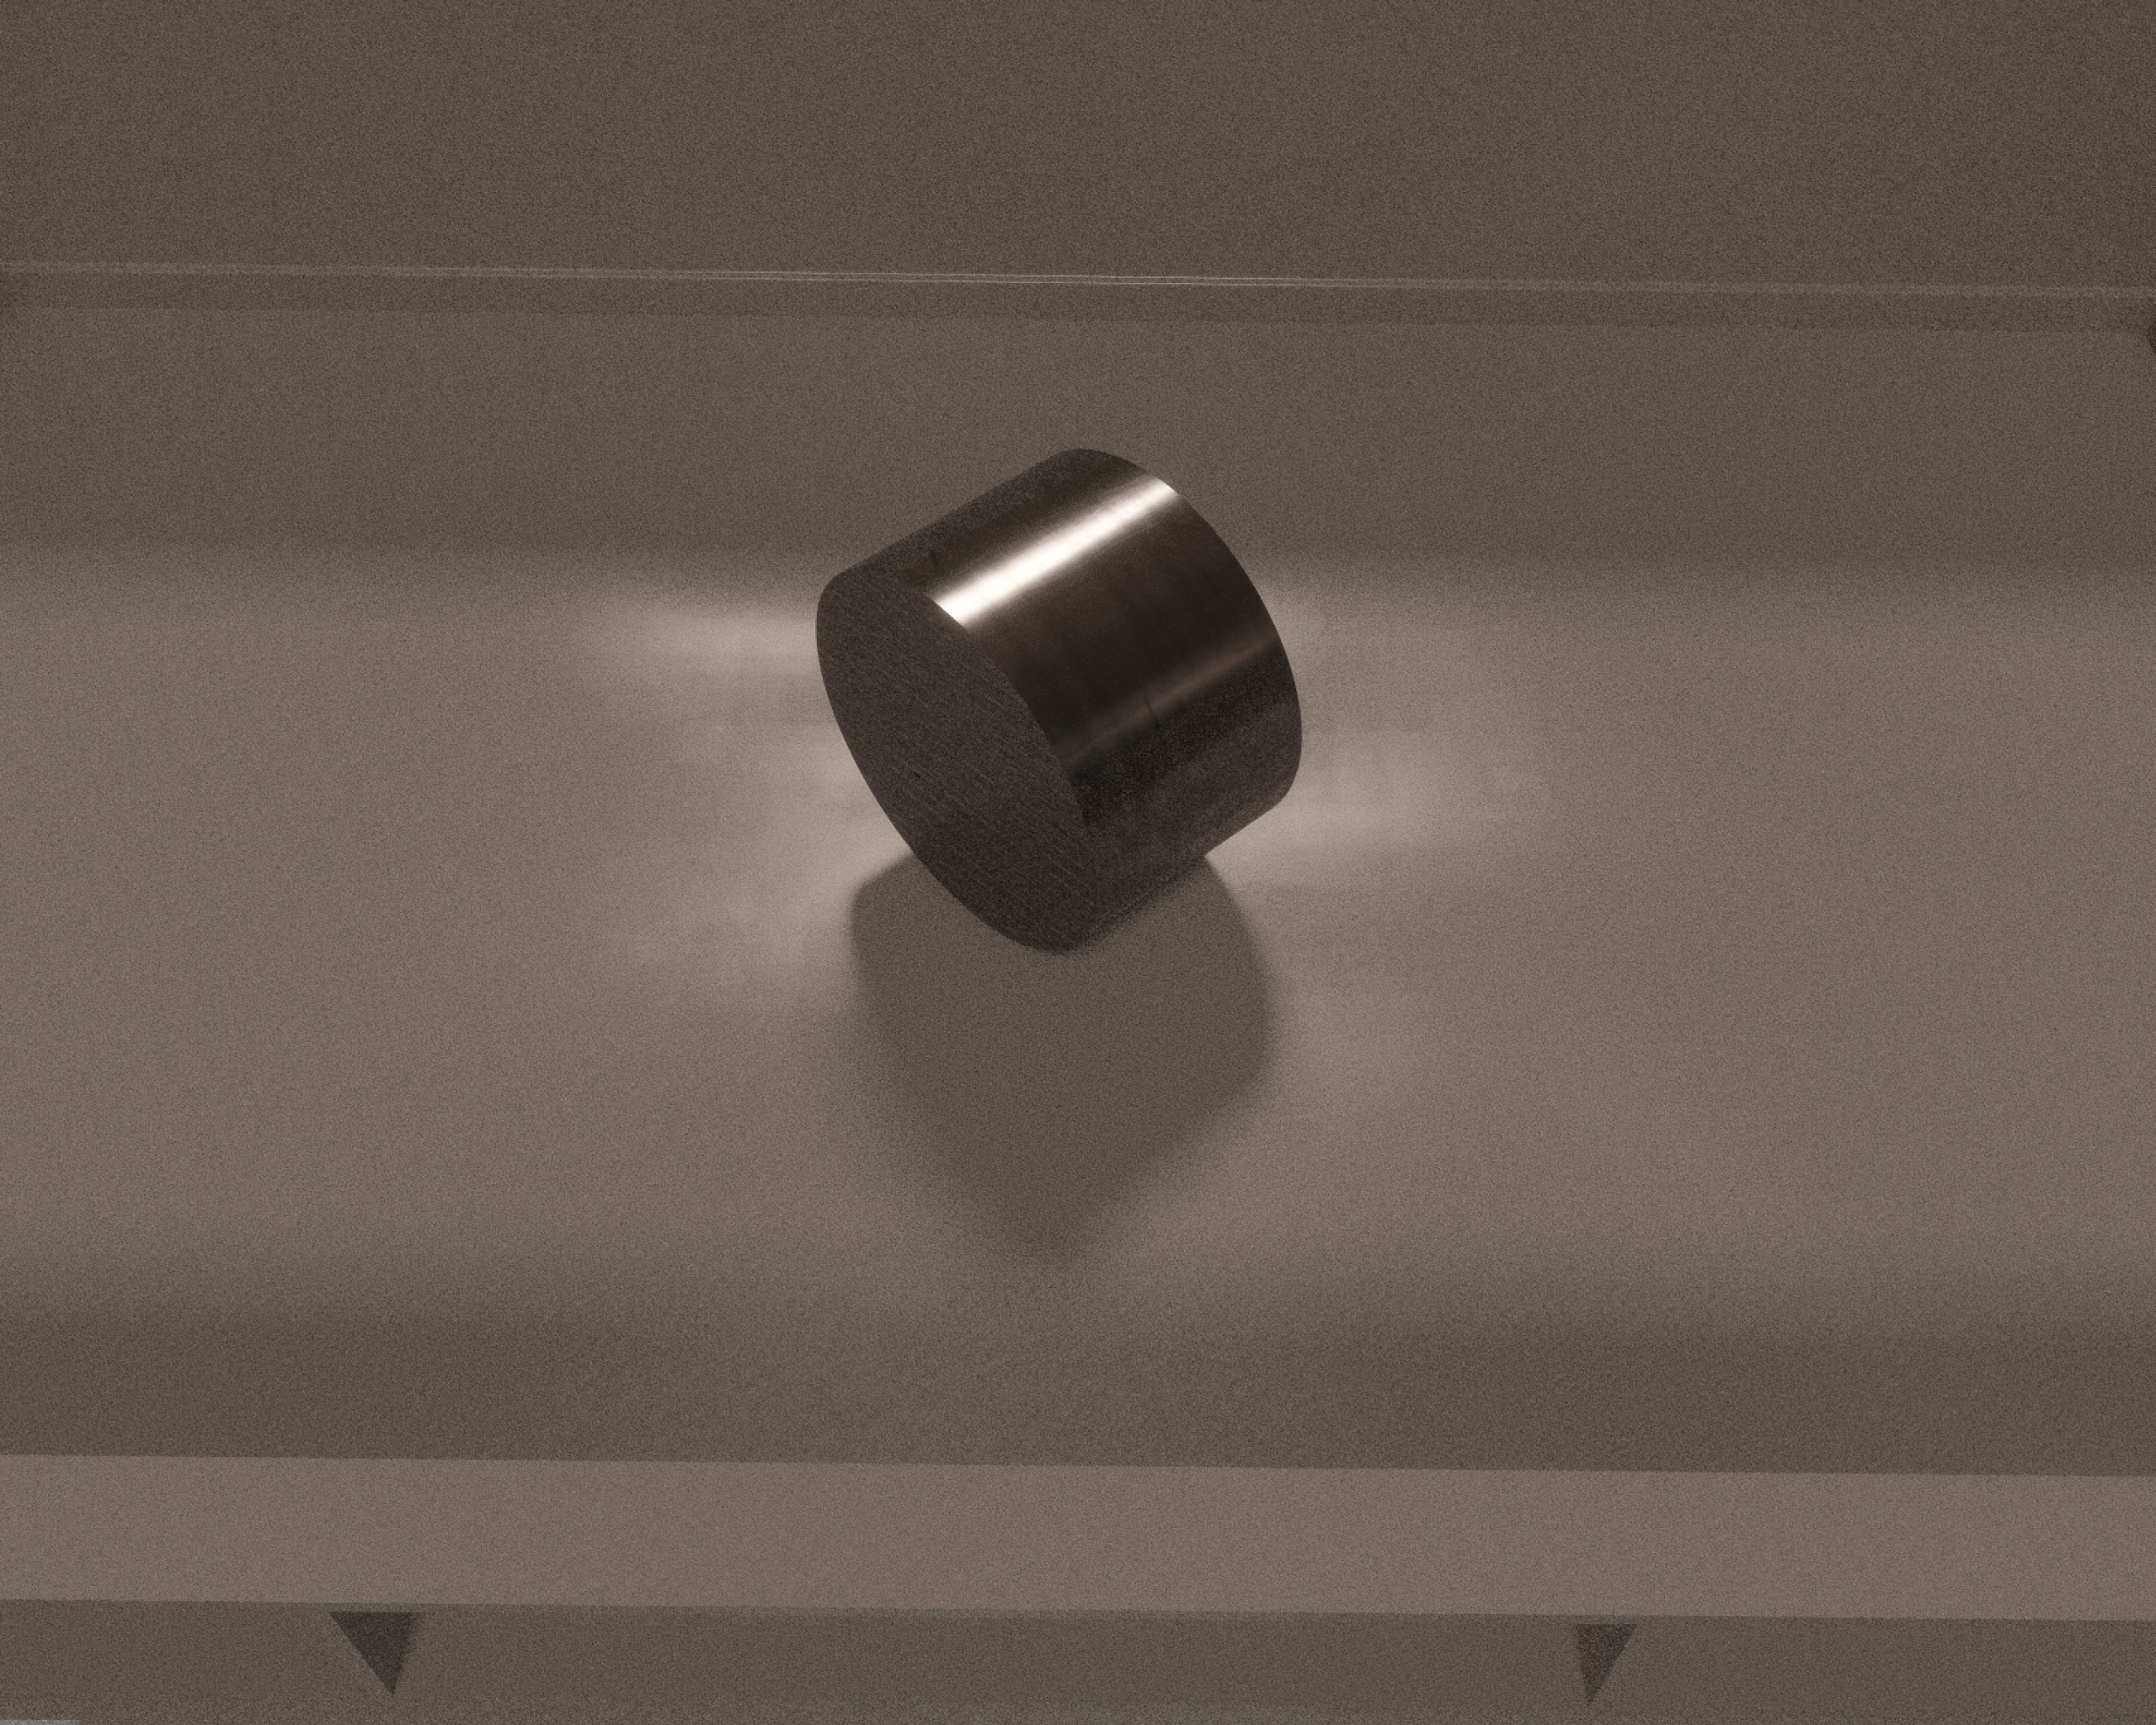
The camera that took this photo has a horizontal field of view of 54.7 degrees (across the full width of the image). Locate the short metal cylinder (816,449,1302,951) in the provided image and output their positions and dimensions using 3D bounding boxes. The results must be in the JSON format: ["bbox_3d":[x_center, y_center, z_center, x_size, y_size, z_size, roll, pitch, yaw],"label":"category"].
[{"bbox_3d":[-0.004,-0.030,0.392,0.050,0.080,0.080,-34,58,-25],"label":"short metal cylinder"}]
